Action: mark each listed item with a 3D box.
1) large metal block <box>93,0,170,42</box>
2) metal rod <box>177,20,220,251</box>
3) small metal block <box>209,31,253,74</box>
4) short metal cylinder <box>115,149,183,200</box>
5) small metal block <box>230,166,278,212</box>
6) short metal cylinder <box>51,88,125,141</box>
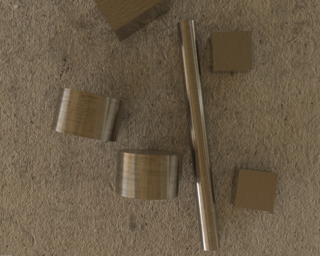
[{"bbox_3d":[-0.043,-0.172,0.397,0.080,0.050,0.080,-33,90,0],"label":"large metal block"},{"bbox_3d":[0.051,0.010,0.410,0.025,0.025,0.298,-6,90,0],"label":"metal rod"},{"bbox_3d":[0.093,-0.099,0.411,0.050,0.025,0.050,-2,90,0],"label":"small metal block"},{"bbox_3d":[-0.013,0.054,0.382,0.080,0.080,0.050,3,90,0],"label":"short metal cylinder"},{"bbox_3d":[0.124,0.080,0.411,0.050,0.025,0.050,8,90,0],"label":"small metal block"},{"bbox_3d":[-0.087,-0.016,0.382,0.080,0.080,0.050,12,90,0],"label":"short metal cylinder"}]
